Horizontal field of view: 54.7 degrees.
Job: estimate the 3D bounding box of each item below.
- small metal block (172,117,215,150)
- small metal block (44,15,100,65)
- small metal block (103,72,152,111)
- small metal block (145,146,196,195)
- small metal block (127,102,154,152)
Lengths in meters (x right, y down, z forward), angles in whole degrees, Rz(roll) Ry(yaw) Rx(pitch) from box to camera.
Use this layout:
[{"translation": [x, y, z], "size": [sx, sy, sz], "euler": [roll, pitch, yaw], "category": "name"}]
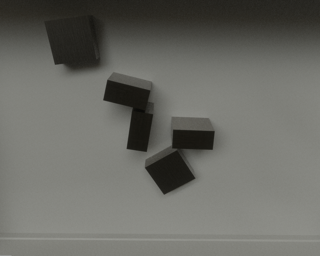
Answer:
[{"translation": [0.040, 0.006, 0.400], "size": [0.050, 0.050, 0.025], "euler": [2, 110, -1], "category": "small metal block"}, {"translation": [-0.104, -0.106, 0.371], "size": [0.050, 0.025, 0.050], "euler": [-7, 110, 2], "category": "small metal block"}, {"translation": [-0.038, -0.046, 0.380], "size": [0.050, 0.050, 0.025], "euler": [13, 110, -5], "category": "small metal block"}, {"translation": [0.014, 0.057, 0.432], "size": [0.050, 0.025, 0.050], "euler": [-30, 108, 10], "category": "small metal block"}, {"translation": [-0.025, -0.004, 0.396], "size": [0.025, 0.050, 0.050], "euler": [9, 110, -3], "category": "small metal block"}]
